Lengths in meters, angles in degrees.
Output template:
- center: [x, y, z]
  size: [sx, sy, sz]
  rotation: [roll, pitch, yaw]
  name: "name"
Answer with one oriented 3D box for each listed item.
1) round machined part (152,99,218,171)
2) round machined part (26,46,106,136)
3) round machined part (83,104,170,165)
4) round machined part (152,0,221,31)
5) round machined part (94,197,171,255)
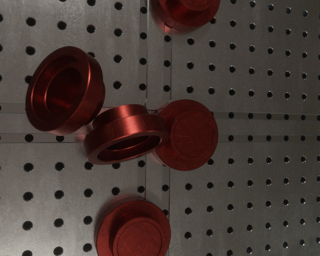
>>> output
- center: [0.037, 0.010, 0.418]
  size: [0.099, 0.042, 0.097]
  rotation: [0, 90, -21]
  name: "round machined part"
- center: [-0.101, -0.038, 0.347]
  size: [0.042, 0.098, 0.098]
  rotation: [27, 79, -55]
  name: "round machined part"
- center: [-0.041, 0.006, 0.364]
  size: [0.099, 0.098, 0.042]
  rotation: [-12, 70, -20]
  name: "round machined part"
- center: [0.040, -0.186, 0.419]
  size: [0.099, 0.042, 0.097]
  rotation: [0, 90, -21]
  name: "round machined part"
- center: [-0.031, 0.141, 0.393]
  size: [0.099, 0.042, 0.097]
  rotation: [0, 90, -21]
  name: "round machined part"
